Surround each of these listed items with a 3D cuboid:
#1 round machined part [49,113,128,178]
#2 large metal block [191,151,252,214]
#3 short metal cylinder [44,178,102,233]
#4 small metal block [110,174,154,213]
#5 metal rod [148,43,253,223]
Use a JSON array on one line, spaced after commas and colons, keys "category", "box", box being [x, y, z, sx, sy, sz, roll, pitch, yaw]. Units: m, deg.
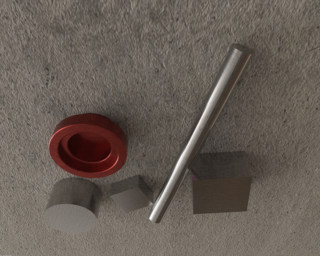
[{"category": "round machined part", "box": [-0.092, 0.019, 0.411, 0.099, 0.042, 0.097, -1, 130, 0]}, {"category": "large metal block", "box": [0.087, 0.082, 0.462, 0.080, 0.050, 0.079, -4, 130, 3]}, {"category": "short metal cylinder", "box": [-0.137, 0.125, 0.495, 0.081, 0.050, 0.079, 0, 130, 0]}, {"category": "small metal block", "box": [-0.044, 0.106, 0.497, 0.050, 0.025, 0.050, -21, 127, 17]}, {"category": "metal rod", "box": [0.042, 0.029, 0.417, 0.025, 0.025, 0.298, 14, 124, -12]}]
